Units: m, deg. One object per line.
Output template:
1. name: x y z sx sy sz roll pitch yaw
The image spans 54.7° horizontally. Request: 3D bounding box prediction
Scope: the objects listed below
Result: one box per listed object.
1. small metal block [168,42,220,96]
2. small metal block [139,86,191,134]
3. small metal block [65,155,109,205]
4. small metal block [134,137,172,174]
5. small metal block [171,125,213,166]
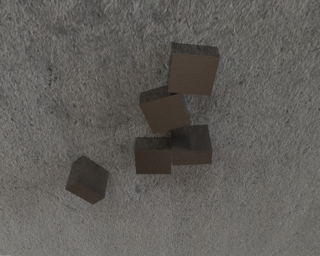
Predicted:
1. small metal block: 0.036 -0.066 0.351 0.050 0.025 0.050 4 130 -4
2. small metal block: 0.007 -0.024 0.387 0.050 0.025 0.050 -15 129 12
3. small metal block: -0.105 0.076 0.454 0.025 0.050 0.050 -35 122 26
4. small metal block: -0.009 0.040 0.441 0.050 0.025 0.050 0 130 0
5. small metal block: 0.040 0.022 0.410 0.050 0.050 0.025 -2 130 2
